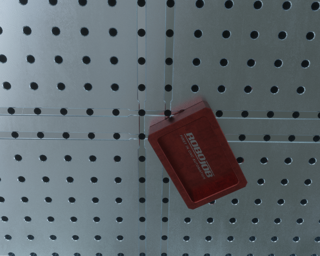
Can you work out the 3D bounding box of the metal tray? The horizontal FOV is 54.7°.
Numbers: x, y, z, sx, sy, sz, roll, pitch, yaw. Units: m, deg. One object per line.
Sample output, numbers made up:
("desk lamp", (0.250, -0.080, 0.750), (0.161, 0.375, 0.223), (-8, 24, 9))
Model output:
("metal tray", (0.052, 0.040, 0.426), (0.090, 0.030, 0.130), (-26, 108, 9))
